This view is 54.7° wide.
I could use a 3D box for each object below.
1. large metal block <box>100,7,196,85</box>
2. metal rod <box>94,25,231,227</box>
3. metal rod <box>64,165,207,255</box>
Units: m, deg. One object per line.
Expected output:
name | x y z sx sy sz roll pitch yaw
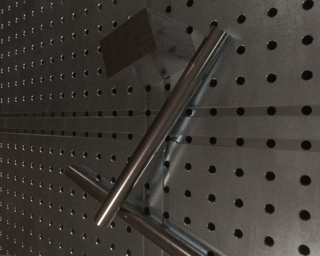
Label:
large metal block | -0.013 -0.095 0.383 0.080 0.081 0.050 -22 76 37
metal rod | -0.006 0.010 0.394 0.025 0.025 0.298 43 110 31
metal rod | -0.043 0.123 0.442 0.300 0.025 0.025 23 105 37
